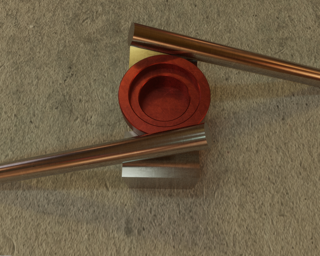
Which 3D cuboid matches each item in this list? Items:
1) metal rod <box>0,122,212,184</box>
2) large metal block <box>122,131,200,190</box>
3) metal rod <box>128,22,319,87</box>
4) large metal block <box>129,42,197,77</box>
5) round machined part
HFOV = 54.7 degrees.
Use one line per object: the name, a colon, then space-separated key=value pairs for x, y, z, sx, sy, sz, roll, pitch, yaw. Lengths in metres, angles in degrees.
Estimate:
metal rod: x=-0.094 y=0.035 z=0.336 sx=0.301 sy=0.025 sz=0.025 roll=-12 pitch=69 yaw=19
large metal block: x=0.001 y=0.041 z=0.365 sx=0.081 sy=0.080 sz=0.050 roll=1 pitch=70 yaw=0
metal rod: x=0.109 y=-0.083 z=0.384 sx=0.302 sy=0.025 sz=0.025 roll=7 pitch=69 yaw=-21
large metal block: x=0.004 y=-0.072 z=0.406 sx=0.081 sy=0.080 sz=0.050 roll=1 pitch=70 yaw=0
round machined part: x=0.005 y=-0.030 z=0.349 sx=0.099 sy=0.042 sz=0.098 roll=0 pitch=70 yaw=-1
